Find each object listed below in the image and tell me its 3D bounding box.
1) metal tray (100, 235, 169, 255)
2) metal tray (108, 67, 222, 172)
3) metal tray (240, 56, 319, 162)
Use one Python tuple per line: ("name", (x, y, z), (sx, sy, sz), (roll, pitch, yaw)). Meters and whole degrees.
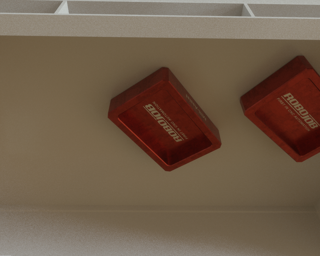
("metal tray", (-0.048, 0.255, 0.624), (0.131, 0.030, 0.089), (-2, 130, 1))
("metal tray", (0.009, -0.005, 0.401), (0.090, 0.030, 0.130), (-29, 125, 22))
("metal tray", (0.177, -0.018, 0.391), (0.130, 0.030, 0.090), (36, 121, -27))
